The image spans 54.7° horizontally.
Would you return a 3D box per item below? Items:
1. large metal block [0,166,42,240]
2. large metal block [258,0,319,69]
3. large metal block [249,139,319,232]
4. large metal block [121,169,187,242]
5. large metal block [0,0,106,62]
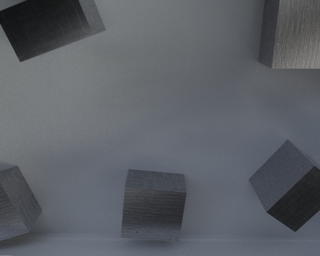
[{"bbox_3d":[-0.229,0.110,0.436,0.080,0.050,0.080,-17,109,6],"label":"large metal block"},{"bbox_3d":[0.165,-0.113,0.358,0.081,0.050,0.079,0,110,0],"label":"large metal block"},{"bbox_3d":[0.174,0.073,0.410,0.050,0.080,0.080,35,106,-12],"label":"large metal block"},{"bbox_3d":[-0.010,0.109,0.438,0.081,0.050,0.079,6,110,-2],"label":"large metal block"},{"bbox_3d":[-0.112,-0.115,0.338,0.080,0.080,0.050,-19,109,7],"label":"large metal block"}]
